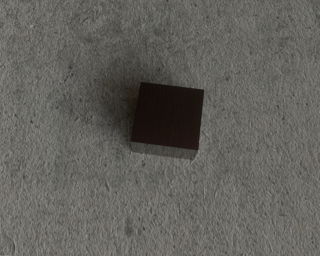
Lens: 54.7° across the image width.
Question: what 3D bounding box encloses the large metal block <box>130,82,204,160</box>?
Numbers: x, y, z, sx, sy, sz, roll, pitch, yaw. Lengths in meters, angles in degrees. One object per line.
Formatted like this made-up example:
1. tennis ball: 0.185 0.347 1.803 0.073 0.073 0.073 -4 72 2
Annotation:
1. large metal block: 0.010 -0.008 0.399 0.080 0.050 0.080 7 70 2
